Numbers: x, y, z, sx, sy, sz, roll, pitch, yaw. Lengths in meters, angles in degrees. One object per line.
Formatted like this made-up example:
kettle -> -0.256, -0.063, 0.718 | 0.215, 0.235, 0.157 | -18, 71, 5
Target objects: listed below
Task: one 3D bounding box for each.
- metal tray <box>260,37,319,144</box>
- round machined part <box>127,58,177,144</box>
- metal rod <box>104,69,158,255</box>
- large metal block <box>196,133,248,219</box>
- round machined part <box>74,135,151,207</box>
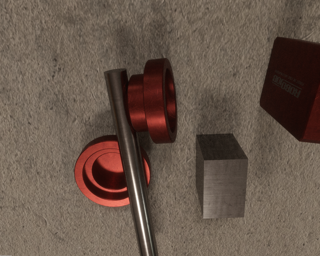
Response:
metal tray -> 0.153, -0.048, 0.338 | 0.030, 0.130, 0.089 | 6, 110, -3
round machined part -> -0.008, -0.030, 0.361 | 0.042, 0.098, 0.097 | -4, 111, 11
metal rod -> -0.029, 0.075, 0.392 | 0.025, 0.025, 0.298 | -7, 110, 2
large metal block -> 0.077, 0.059, 0.404 | 0.050, 0.080, 0.079 | -2, 110, 0
round machined part -> -0.062, 0.054, 0.420 | 0.099, 0.042, 0.097 | 0, 110, -1
